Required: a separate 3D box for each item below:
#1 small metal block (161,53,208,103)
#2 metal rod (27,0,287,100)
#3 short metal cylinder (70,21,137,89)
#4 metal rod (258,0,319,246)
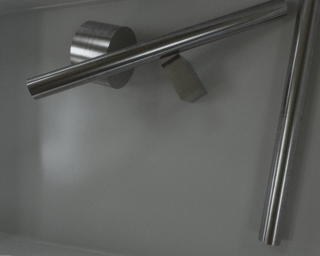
[{"bbox_3d":[0.032,-0.060,0.385,0.025,0.050,0.050,-32,80,17],"label":"small metal block"},{"bbox_3d":[-0.001,-0.092,0.354,0.302,0.025,0.025,-19,83,-3],"label":"metal rod"},{"bbox_3d":[-0.071,-0.095,0.405,0.050,0.080,0.079,16,95,19],"label":"short metal cylinder"},{"bbox_3d":[0.151,-0.014,0.357,0.025,0.025,0.298,10,93,19],"label":"metal rod"}]
